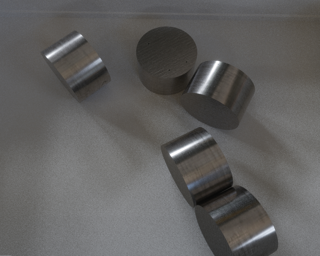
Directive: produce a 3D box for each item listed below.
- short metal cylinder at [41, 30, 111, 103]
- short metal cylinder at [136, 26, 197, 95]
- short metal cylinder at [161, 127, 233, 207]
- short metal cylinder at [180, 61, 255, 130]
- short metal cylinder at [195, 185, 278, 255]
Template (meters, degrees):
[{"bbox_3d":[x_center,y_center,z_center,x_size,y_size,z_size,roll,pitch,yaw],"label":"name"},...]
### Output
[{"bbox_3d":[-0.110,-0.080,0.408,0.050,0.080,0.080,-39,75,-13],"label":"short metal cylinder"},{"bbox_3d":[0.009,-0.092,0.430,0.081,0.050,0.080,0,70,0],"label":"short metal cylinder"},{"bbox_3d":[0.042,0.045,0.364,0.050,0.080,0.080,-26,72,-9],"label":"short metal cylinder"},{"bbox_3d":[0.073,-0.040,0.396,0.080,0.080,0.050,27,72,9],"label":"short metal cylinder"},{"bbox_3d":[0.081,0.110,0.339,0.050,0.080,0.080,-24,72,-14],"label":"short metal cylinder"}]
